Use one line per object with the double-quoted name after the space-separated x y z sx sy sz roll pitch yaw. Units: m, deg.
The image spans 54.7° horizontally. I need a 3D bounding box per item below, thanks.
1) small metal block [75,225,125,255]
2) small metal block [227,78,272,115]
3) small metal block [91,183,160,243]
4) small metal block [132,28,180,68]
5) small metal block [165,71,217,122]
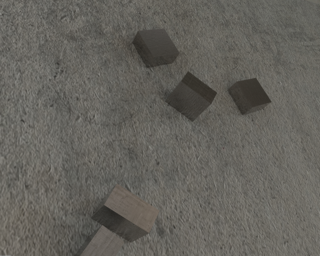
-0.064 0.121 0.279 0.025 0.050 0.050 39 51 -2 "small metal block"
0.149 -0.053 0.516 0.050 0.025 0.050 -15 70 -34 "small metal block"
-0.036 0.088 0.314 0.050 0.050 0.025 34 51 -6 "small metal block"
-0.006 -0.123 0.475 0.050 0.025 0.050 -19 72 -35 "small metal block"
0.043 -0.043 0.437 0.050 0.050 0.025 36 51 -4 "small metal block"
